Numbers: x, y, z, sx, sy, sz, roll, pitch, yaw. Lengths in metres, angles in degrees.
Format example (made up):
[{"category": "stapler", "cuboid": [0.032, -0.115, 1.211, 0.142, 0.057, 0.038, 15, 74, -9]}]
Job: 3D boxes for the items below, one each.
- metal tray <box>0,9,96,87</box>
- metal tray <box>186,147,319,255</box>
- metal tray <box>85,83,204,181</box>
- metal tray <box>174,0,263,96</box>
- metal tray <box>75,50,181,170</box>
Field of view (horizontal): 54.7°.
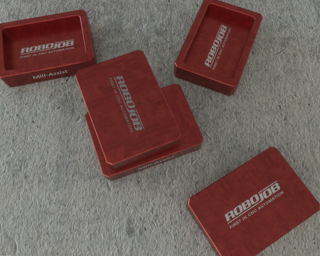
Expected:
[{"category": "metal tray", "cuboid": [-0.163, -0.116, 0.446, 0.131, 0.030, 0.090, -12, 70, -5]}, {"category": "metal tray", "cuboid": [0.109, 0.093, 0.372, 0.131, 0.030, 0.090, -30, 73, -11]}, {"category": "metal tray", "cuboid": [-0.021, 0.004, 0.404, 0.131, 0.030, 0.090, -19, 71, -7]}, {"category": "metal tray", "cuboid": [0.085, -0.120, 0.449, 0.090, 0.030, 0.130, 21, 71, 7]}, {"category": "metal tray", "cuboid": [-0.040, -0.025, 0.382, 0.091, 0.030, 0.130, -21, 71, -8]}]
